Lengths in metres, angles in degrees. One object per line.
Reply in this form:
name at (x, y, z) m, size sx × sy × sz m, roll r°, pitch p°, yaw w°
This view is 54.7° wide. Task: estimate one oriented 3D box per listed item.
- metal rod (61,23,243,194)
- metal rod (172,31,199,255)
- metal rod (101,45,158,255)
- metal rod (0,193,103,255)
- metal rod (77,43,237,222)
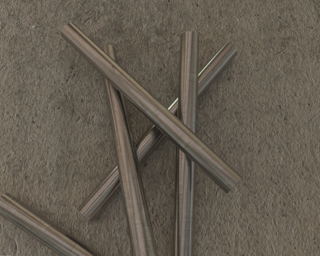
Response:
metal rod at (-0.023, -0.036, 0.380) m, size 0.025 × 0.025 × 0.300 m, roll -42°, pitch 71°, yaw -14°
metal rod at (0.032, 0.022, 0.381) m, size 0.025 × 0.025 × 0.299 m, roll 3°, pitch 77°, yaw 1°
metal rod at (-0.044, 0.016, 0.377) m, size 0.025 × 0.025 × 0.299 m, roll -12°, pitch 61°, yaw -4°
metal rod at (-0.062, 0.162, 0.348) m, size 0.301 × 0.025 × 0.025 m, roll 29°, pitch 73°, yaw 10°
metal rod at (0.006, -0.005, 0.409) m, size 0.025 × 0.025 × 0.301 m, roll 38°, pitch 74°, yaw 12°
